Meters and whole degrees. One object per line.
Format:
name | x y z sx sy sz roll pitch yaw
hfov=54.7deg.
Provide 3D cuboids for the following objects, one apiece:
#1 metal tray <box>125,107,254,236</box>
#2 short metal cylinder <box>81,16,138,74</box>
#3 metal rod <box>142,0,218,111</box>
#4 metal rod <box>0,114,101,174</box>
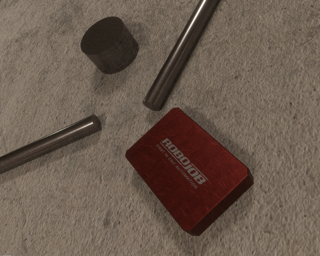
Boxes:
metal tray | 0.029 0.044 0.357 0.090 0.030 0.130 -43 51 -2
short metal cylinder | -0.083 -0.137 0.513 0.080 0.050 0.080 -13 56 20
metal rod | 0.054 -0.157 0.470 0.025 0.025 0.300 16 70 34
metal rod | -0.228 0.048 0.491 0.301 0.025 0.025 -23 54 14
